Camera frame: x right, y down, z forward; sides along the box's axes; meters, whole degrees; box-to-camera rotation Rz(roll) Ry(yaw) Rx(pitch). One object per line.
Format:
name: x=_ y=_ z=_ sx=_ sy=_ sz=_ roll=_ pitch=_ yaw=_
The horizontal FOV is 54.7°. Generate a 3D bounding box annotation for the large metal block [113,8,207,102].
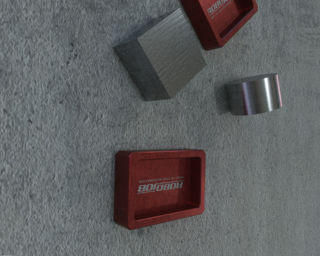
large metal block: x=0.003 y=-0.090 z=0.390 sx=0.080 sy=0.050 sz=0.080 roll=-46 pitch=118 yaw=-30

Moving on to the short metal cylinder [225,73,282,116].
short metal cylinder: x=0.149 y=-0.054 z=0.494 sx=0.081 sy=0.080 sz=0.050 roll=-21 pitch=104 yaw=-38

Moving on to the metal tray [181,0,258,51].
metal tray: x=0.097 y=-0.192 z=0.481 sx=0.131 sy=0.030 sz=0.090 roll=-47 pitch=118 yaw=-30

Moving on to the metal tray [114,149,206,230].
metal tray: x=0.004 y=0.074 z=0.405 sx=0.131 sy=0.030 sz=0.089 roll=2 pitch=89 yaw=-40
